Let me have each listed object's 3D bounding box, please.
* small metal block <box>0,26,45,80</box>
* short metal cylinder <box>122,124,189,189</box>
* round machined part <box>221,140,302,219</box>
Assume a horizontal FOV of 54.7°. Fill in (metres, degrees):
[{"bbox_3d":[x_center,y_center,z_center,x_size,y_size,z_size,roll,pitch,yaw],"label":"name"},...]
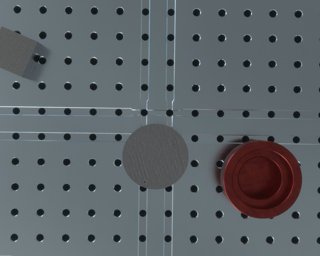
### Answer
[{"bbox_3d":[-0.191,-0.099,0.412,0.050,0.025,0.050,24,90,0],"label":"small metal block"},{"bbox_3d":[-0.005,0.035,0.401,0.081,0.050,0.079,0,90,0],"label":"short metal cylinder"},{"bbox_3d":[0.128,0.064,0.406,0.099,0.042,0.097,0,90,0],"label":"round machined part"}]
